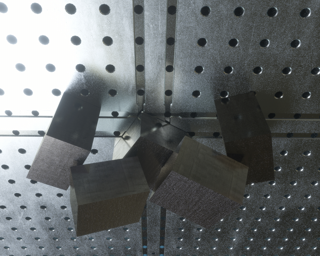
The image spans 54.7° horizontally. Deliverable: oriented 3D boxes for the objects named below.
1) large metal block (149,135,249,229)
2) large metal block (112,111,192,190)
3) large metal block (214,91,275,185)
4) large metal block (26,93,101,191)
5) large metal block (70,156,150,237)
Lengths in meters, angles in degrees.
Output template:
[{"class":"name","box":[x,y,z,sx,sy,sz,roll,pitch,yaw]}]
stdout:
[{"class":"large metal block","box":[0.043,0.066,0.361,0.080,0.050,0.080,27,140,-3]},{"class":"large metal block","box":[-0.011,0.035,0.424,0.080,0.050,0.080,26,125,-21]},{"class":"large metal block","box":[0.105,0.014,0.389,0.050,0.080,0.080,-13,129,10]},{"class":"large metal block","box":[-0.119,0.017,0.388,0.050,0.080,0.080,24,126,-19]},{"class":"large metal block","box":[-0.065,0.084,0.380,0.081,0.050,0.079,-7,141,-22]}]
